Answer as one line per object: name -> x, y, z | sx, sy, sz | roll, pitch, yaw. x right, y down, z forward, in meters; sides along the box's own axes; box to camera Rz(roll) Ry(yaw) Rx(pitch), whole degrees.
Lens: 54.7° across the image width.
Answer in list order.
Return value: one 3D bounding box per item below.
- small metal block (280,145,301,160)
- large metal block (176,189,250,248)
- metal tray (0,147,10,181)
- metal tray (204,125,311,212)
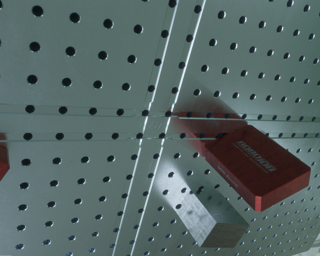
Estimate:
small metal block -> 0.222, 0.067, 0.561 | 0.025, 0.050, 0.050 | -19, 126, -18
large metal block -> 0.087, 0.152, 0.520 | 0.081, 0.080, 0.050 | 17, 109, -35
metal tray -> -0.234, 0.040, 0.305 | 0.130, 0.030, 0.090 | 32, 100, -39
metal tray -> 0.136, 0.052, 0.452 | 0.091, 0.130, 0.030 | -23, 127, -15
